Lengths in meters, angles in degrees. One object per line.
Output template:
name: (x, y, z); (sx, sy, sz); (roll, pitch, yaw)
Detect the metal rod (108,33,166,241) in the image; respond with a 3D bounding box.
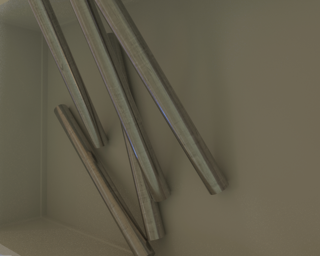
metal rod: (-0.041, 0.004, 0.440); (0.025, 0.025, 0.299); (-23, 75, 38)

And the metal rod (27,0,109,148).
metal rod: (-0.135, -0.103, 0.423); (0.025, 0.025, 0.298); (5, 124, 40)

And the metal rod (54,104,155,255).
metal rod: (-0.097, 0.068, 0.477); (0.300, 0.025, 0.025); (52, 120, 31)

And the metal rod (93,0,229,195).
metal rod: (-0.009, -0.058, 0.337); (0.025, 0.025, 0.299); (-26, 98, 37)

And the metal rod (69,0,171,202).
metal rod: (-0.050, -0.045, 0.372); (0.025, 0.025, 0.299); (-10, 108, 40)
